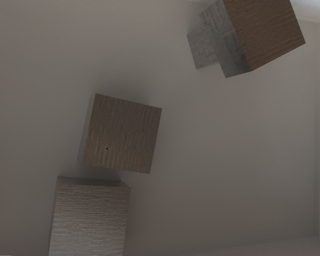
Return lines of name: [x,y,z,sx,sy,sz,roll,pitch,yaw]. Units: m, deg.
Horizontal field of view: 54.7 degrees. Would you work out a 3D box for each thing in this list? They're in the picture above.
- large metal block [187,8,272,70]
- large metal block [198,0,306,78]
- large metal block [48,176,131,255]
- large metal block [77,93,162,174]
large metal block: [0.094,-0.119,0.416,0.081,0.080,0.050,-19,97,-19]
large metal block: [0.103,-0.112,0.350,0.080,0.050,0.080,-28,100,-18]
large metal block: [-0.084,0.103,0.366,0.081,0.050,0.080,8,87,-20]
large metal block: [-0.050,0.008,0.379,0.081,0.050,0.080,12,86,-20]
